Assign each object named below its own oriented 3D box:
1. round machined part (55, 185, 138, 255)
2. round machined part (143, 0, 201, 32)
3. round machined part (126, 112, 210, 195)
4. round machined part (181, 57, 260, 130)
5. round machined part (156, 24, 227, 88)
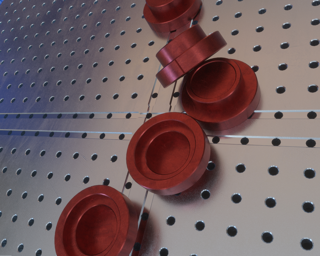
[{"bbox_3d":[-0.068,0.119,0.359,0.098,0.042,0.098,-13,56,20],"label":"round machined part"},{"bbox_3d":[0.015,-0.212,0.518,0.098,0.042,0.098,-13,56,20],"label":"round machined part"},{"bbox_3d":[0.013,0.033,0.369,0.098,0.042,0.098,-13,56,20],"label":"round machined part"},{"bbox_3d":[0.072,-0.049,0.389,0.098,0.042,0.098,-13,56,20],"label":"round machined part"},{"bbox_3d":[0.034,-0.096,0.401,0.098,0.098,0.042,-35,95,5],"label":"round machined part"}]
